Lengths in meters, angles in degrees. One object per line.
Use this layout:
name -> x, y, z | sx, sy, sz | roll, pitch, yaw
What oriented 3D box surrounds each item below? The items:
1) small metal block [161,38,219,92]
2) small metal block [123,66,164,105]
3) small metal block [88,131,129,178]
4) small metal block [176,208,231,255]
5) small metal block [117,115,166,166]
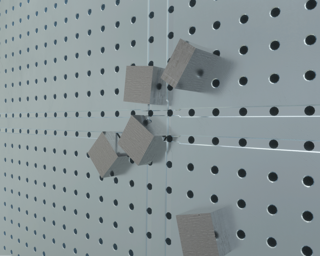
small metal block -> 0.036, -0.072, 0.365 | 0.025, 0.050, 0.050 | 42, 116, 32
small metal block -> -0.022, -0.059, 0.429 | 0.050, 0.025, 0.050 | 10, 96, 39
small metal block -> -0.079, 0.040, 0.476 | 0.050, 0.025, 0.050 | -51, 60, 28
small metal block -> 0.051, 0.125, 0.369 | 0.050, 0.025, 0.050 | -17, 79, 38
small metal block -> -0.026, 0.016, 0.432 | 0.050, 0.025, 0.050 | 42, 116, 32
